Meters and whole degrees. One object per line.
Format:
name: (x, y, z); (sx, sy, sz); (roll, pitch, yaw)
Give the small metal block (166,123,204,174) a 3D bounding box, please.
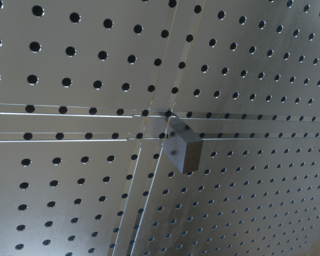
small metal block: (0.033, 0.027, 0.432); (0.025, 0.050, 0.050); (-9, 123, -24)
